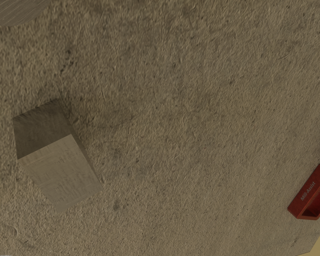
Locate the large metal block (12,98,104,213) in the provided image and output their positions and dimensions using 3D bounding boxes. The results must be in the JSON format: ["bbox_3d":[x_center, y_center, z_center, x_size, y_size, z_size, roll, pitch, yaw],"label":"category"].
[{"bbox_3d":[-0.109,0.027,0.329,0.050,0.080,0.080,-28,128,-12],"label":"large metal block"}]

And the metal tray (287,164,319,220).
[{"bbox_3d":[0.353,0.145,0.690,0.091,0.030,0.129,15,110,-35],"label":"metal tray"}]

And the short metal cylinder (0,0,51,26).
[{"bbox_3d":[-0.126,-0.123,0.229,0.081,0.050,0.079,-33,140,-34],"label":"short metal cylinder"}]
